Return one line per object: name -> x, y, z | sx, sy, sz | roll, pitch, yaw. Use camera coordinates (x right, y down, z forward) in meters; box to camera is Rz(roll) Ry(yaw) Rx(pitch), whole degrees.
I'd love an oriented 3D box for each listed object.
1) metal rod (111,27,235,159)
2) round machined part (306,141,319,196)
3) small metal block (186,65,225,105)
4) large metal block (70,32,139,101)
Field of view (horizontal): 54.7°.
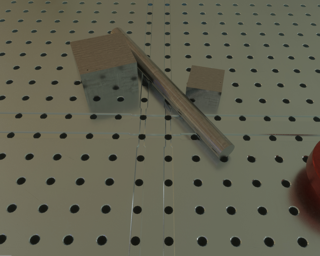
metal rod -> 0.003, -0.068, 0.464 | 0.025, 0.025, 0.300 | -25, 55, -20
round machined part -> 0.217, 0.057, 0.352 | 0.099, 0.042, 0.098 | 0, 50, 0
small metal block -> 0.068, -0.065, 0.463 | 0.050, 0.025, 0.050 | 10, 51, 8
large metal block -> -0.084, -0.095, 0.470 | 0.081, 0.050, 0.080 | -16, 52, -13
